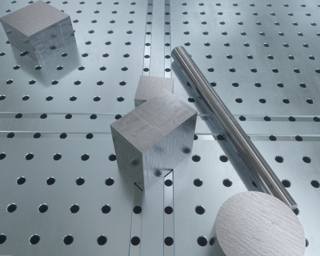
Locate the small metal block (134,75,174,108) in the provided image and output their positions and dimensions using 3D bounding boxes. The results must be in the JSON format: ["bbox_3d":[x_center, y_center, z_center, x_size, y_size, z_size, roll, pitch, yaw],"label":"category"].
[{"bbox_3d":[-0.007,-0.048,0.448,0.050,0.025,0.050,6,50,4],"label":"small metal block"}]

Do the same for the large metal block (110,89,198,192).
[{"bbox_3d":[-0.006,0.015,0.359,0.080,0.080,0.050,-36,59,-27],"label":"large metal block"}]

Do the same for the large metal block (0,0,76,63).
[{"bbox_3d":[-0.207,-0.167,0.529,0.080,0.050,0.080,33,57,24],"label":"large metal block"}]

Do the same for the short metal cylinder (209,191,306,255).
[{"bbox_3d":[0.091,0.109,0.301,0.081,0.050,0.080,0,50,0],"label":"short metal cylinder"}]

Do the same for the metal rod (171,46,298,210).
[{"bbox_3d":[0.084,-0.018,0.423,0.025,0.025,0.300,-16,52,-14],"label":"metal rod"}]
